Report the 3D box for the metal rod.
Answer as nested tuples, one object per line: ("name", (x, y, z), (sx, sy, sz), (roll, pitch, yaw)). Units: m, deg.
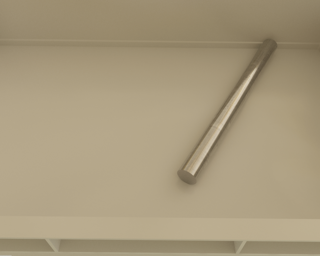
("metal rod", (0.108, -0.041, 0.441), (0.025, 0.025, 0.301), (25, 54, 19))
